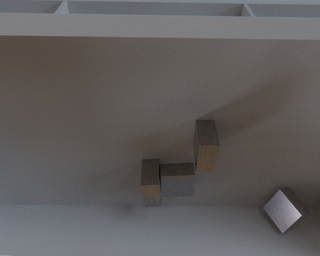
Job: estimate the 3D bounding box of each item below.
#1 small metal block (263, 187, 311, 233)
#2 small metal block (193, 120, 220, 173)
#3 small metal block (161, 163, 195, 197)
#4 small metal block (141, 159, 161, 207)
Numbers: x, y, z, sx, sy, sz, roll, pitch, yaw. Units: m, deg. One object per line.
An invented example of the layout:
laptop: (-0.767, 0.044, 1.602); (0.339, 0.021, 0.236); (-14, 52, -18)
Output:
small metal block: (0.205, 0.133, 0.503); (0.025, 0.050, 0.050); (-2, 134, -34)
small metal block: (0.060, 0.024, 0.414); (0.025, 0.050, 0.050); (0, 130, -1)
small metal block: (0.027, 0.080, 0.478); (0.050, 0.025, 0.050); (-2, 130, 2)
small metal block: (-0.012, 0.082, 0.462); (0.025, 0.050, 0.050); (-3, 130, 3)
